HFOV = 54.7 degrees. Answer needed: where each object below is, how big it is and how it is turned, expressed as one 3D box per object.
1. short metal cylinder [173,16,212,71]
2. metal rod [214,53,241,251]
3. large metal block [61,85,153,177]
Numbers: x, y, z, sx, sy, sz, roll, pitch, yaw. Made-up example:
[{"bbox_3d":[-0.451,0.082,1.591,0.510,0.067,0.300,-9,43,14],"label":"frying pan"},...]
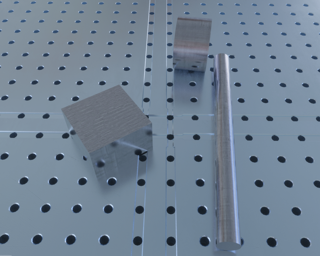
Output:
[{"bbox_3d":[0.050,-0.130,0.481,0.050,0.080,0.080,7,50,6],"label":"short metal cylinder"},{"bbox_3d":[0.084,0.004,0.404,0.025,0.025,0.300,5,50,4],"label":"metal rod"},{"bbox_3d":[-0.065,0.001,0.390,0.081,0.050,0.080,-27,55,-21],"label":"large metal block"}]
